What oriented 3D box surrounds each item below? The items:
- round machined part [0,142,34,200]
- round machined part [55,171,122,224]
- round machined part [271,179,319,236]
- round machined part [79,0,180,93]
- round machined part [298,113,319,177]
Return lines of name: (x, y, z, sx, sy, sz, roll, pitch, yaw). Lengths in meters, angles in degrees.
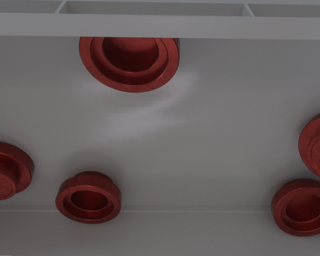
round machined part: (-0.239, 0.068, 0.449, 0.099, 0.042, 0.097, -3, 131, -3)
round machined part: (-0.109, 0.105, 0.486, 0.099, 0.042, 0.097, 0, 130, 0)
round machined part: (0.226, 0.121, 0.492, 0.099, 0.042, 0.097, 2, 115, 4)
round machined part: (-0.028, -0.085, 0.317, 0.099, 0.042, 0.097, 3, 141, 2)
round machined part: (0.226, 0.028, 0.390, 0.098, 0.042, 0.097, 17, 120, 32)
